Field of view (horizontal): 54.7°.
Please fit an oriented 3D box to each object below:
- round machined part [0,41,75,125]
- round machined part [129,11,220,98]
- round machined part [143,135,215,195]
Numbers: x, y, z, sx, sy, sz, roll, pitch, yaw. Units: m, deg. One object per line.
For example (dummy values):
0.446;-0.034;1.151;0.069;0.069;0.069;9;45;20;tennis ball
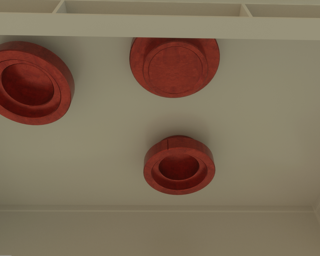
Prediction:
-0.146;-0.053;0.350;0.099;0.042;0.097;-1;130;0;round machined part
0.016;-0.072;0.337;0.099;0.042;0.097;-1;130;0;round machined part
0.026;0.048;0.440;0.099;0.042;0.097;-1;130;0;round machined part
